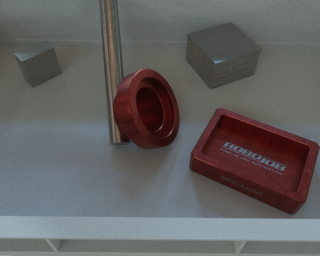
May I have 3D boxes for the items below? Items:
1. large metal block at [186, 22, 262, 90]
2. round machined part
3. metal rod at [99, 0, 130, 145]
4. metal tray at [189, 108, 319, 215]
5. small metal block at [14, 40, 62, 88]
[{"bbox_3d":[0.096,-0.115,0.487,0.081,0.050,0.080,-20,53,-16],"label":"large metal block"},{"bbox_3d":[-0.020,-0.021,0.387,0.042,0.098,0.098,-14,41,35],"label":"round machined part"},{"bbox_3d":[-0.066,-0.126,0.419,0.025,0.025,0.298,-5,79,-5],"label":"metal rod"},{"bbox_3d":[0.113,0.034,0.374,0.130,0.030,0.090,23,53,17],"label":"metal tray"},{"bbox_3d":[-0.183,-0.096,0.468,0.050,0.050,0.025,-35,59,-26],"label":"small metal block"}]
